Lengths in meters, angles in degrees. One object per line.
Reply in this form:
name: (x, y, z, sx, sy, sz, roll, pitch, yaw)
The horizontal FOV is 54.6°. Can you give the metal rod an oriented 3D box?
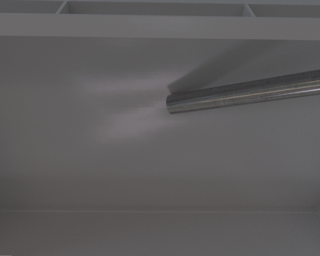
metal rod: (0.143, -0.043, 0.311, 0.300, 0.025, 0.025, -6, 133, 30)
